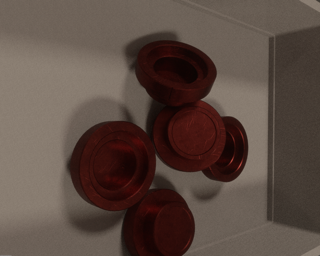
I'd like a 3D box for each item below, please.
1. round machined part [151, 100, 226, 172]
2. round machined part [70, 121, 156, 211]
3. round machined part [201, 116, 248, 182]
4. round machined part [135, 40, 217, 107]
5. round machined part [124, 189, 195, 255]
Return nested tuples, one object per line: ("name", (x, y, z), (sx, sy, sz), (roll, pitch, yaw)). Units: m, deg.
("round machined part", (0.039, 0.008, 0.402), (0.099, 0.042, 0.097), (1, 83, -9))
("round machined part", (-0.055, 0.041, 0.351), (0.099, 0.042, 0.097), (0, 90, -40))
("round machined part", (0.088, 0.031, 0.472), (0.099, 0.042, 0.097), (0, 90, -40))
("round machined part", (0.018, -0.065, 0.389), (0.099, 0.098, 0.042), (-32, 153, -36))
("round machined part", (0.006, 0.127, 0.395), (0.099, 0.042, 0.097), (8, 78, -38))
